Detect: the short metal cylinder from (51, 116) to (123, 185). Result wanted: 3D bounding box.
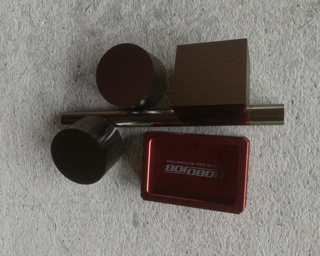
[{"bbox_3d":[-0.097,0.029,0.418,0.080,0.050,0.079,7,113,16],"label":"short metal cylinder"}]

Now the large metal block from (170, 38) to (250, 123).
[{"bbox_3d":[0.062,-0.053,0.362,0.080,0.050,0.080,-1,69,20],"label":"large metal block"}]

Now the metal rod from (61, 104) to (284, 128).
[{"bbox_3d":[0.003,-0.014,0.410,0.301,0.025,0.025,-1,90,19],"label":"metal rod"}]

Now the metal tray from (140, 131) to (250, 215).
[{"bbox_3d":[0.043,0.052,0.391,0.130,0.030,0.089,4,91,19],"label":"metal tray"}]

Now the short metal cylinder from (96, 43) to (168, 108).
[{"bbox_3d":[-0.036,-0.066,0.410,0.080,0.050,0.080,0,89,20],"label":"short metal cylinder"}]
